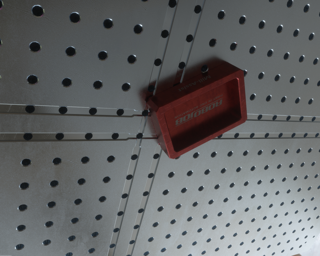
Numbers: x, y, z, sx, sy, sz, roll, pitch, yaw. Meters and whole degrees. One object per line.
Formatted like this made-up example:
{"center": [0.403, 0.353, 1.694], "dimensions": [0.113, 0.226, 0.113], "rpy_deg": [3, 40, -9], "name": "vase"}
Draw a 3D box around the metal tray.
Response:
{"center": [0.055, -0.023, 0.425], "dimensions": [0.131, 0.030, 0.090], "rpy_deg": [-26, 128, -13], "name": "metal tray"}
